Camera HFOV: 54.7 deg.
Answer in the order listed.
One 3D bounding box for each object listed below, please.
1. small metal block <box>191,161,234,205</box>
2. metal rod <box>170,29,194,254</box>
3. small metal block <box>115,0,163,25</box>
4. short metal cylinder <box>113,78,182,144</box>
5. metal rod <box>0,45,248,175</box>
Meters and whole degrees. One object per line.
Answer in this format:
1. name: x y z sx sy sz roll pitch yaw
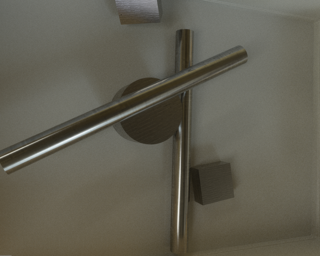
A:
1. small metal block: 0.074 0.077 0.440 0.050 0.025 0.050 -9 93 -20
2. metal rod: 0.030 0.018 0.422 0.025 0.025 0.298 2 89 -20
3. small metal block: -0.026 -0.156 0.377 0.050 0.050 0.025 0 46 11
4. short metal cylinder: -0.019 -0.020 0.391 0.081 0.050 0.079 0 90 -20
5. metal rod: -0.025 -0.030 0.349 0.302 0.025 0.025 -27 99 -18
